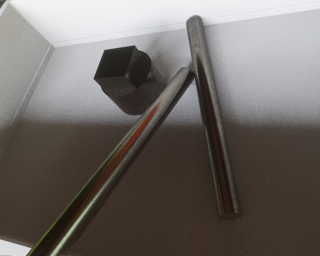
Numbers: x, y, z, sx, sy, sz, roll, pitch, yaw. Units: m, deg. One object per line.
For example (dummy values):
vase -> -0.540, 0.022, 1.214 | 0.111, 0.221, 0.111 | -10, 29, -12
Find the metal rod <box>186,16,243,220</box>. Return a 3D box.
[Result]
metal rod -> 0.062, -0.036, 0.394 | 0.025, 0.025, 0.299 | -17, 55, 18

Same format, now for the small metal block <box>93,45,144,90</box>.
small metal block -> -0.055, -0.081, 0.419 | 0.050, 0.025, 0.050 | 0, 61, 27

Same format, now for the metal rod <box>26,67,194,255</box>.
metal rod -> -0.027, 0.015, 0.330 | 0.025, 0.025, 0.301 | 3, 38, 29

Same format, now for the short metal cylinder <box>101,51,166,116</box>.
short metal cylinder -> -0.038, -0.065, 0.448 | 0.080, 0.050, 0.080 | -13, 56, 20
